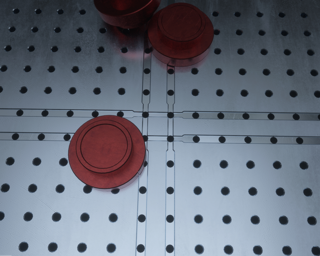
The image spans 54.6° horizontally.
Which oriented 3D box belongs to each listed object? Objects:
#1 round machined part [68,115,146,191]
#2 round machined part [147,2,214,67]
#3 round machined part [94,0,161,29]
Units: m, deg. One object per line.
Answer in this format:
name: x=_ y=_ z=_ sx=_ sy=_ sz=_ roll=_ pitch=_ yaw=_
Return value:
round machined part: x=-0.067 y=0.028 z=0.392 sx=0.099 sy=0.042 sz=0.098 roll=0 pitch=70 yaw=0
round machined part: x=0.031 y=-0.143 z=0.455 sx=0.099 sy=0.042 sz=0.098 roll=0 pitch=70 yaw=0
round machined part: x=-0.045 y=-0.188 z=0.464 sx=0.098 sy=0.042 sz=0.098 roll=-5 pitch=63 yaw=11
